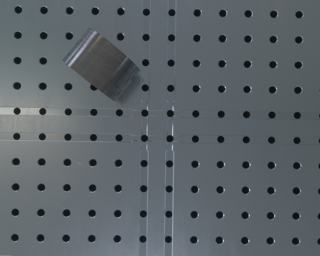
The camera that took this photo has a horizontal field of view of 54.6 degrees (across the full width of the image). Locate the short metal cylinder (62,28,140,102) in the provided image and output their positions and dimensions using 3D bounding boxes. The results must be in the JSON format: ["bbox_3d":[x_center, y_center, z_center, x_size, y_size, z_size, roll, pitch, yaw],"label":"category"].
[{"bbox_3d":[-0.072,-0.077,0.385,0.080,0.080,0.050,39,90,0],"label":"short metal cylinder"}]
